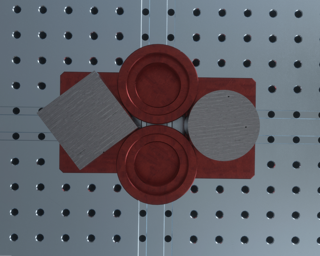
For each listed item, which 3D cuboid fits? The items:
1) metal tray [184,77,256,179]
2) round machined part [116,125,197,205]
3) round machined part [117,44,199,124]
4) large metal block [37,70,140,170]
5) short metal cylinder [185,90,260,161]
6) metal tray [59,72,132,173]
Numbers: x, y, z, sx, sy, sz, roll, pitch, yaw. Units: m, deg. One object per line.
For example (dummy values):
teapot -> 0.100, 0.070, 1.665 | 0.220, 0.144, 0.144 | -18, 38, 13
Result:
metal tray -> 0.077, 0.000, 0.409 | 0.091, 0.030, 0.129 | 1, 90, 0
round machined part -> -0.004, 0.045, 0.396 | 0.099, 0.042, 0.097 | 0, 90, 0
round machined part -> -0.002, -0.054, 0.396 | 0.099, 0.042, 0.097 | 0, 90, 0
large metal block -> -0.081, -0.009, 0.370 | 0.080, 0.050, 0.080 | -37, 90, 0
short metal cylinder -> 0.071, -0.003, 0.370 | 0.081, 0.050, 0.079 | 0, 90, 0
metal tray -> -0.083, -0.007, 0.410 | 0.091, 0.030, 0.129 | 1, 90, -2
